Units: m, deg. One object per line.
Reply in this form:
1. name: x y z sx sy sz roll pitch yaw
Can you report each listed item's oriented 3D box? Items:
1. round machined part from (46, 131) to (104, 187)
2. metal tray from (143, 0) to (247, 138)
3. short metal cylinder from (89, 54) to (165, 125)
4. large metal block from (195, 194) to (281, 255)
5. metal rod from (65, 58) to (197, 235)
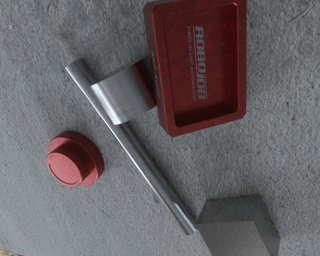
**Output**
1. round machined part: -0.144 0.057 0.504 0.098 0.042 0.097 13 124 20
2. metal tray: 0.039 -0.062 0.309 0.091 0.030 0.129 -15 119 -12
3. short metal cylinder: -0.034 -0.046 0.359 0.080 0.080 0.050 -17 109 34
4. large metal block: 0.107 0.141 0.421 0.080 0.050 0.080 -16 110 34
5. metal rod: -0.034 0.035 0.444 0.025 0.025 0.299 -25 105 36
